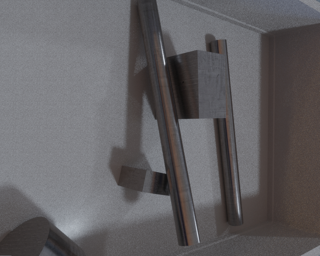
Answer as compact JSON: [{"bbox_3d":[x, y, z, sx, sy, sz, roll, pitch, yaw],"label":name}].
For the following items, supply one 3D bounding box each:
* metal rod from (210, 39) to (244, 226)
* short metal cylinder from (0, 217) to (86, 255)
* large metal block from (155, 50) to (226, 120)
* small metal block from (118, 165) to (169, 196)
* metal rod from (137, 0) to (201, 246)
[{"bbox_3d":[0.109,0.011,0.500,0.025,0.025,0.298,-12,98,-40],"label":"metal rod"},{"bbox_3d":[-0.114,0.128,0.276,0.080,0.080,0.050,-51,120,-28],"label":"short metal cylinder"},{"bbox_3d":[0.038,-0.052,0.404,0.050,0.080,0.079,-3,92,-40],"label":"large metal block"},{"bbox_3d":[-0.015,0.065,0.380,0.050,0.050,0.025,18,79,-39],"label":"small metal block"},{"bbox_3d":[0.008,-0.016,0.371,0.025,0.025,0.298,-2,78,-40],"label":"metal rod"}]
